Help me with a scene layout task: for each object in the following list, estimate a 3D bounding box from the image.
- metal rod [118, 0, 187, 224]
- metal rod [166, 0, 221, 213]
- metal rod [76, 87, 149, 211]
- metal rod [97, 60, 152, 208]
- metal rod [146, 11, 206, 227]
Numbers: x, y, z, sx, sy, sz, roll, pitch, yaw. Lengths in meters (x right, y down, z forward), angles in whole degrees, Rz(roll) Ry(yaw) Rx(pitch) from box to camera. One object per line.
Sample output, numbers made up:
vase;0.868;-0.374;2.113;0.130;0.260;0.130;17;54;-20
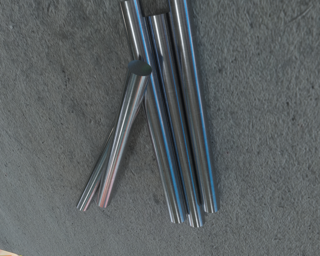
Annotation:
metal rod;-0.002;-0.001;0.383;0.025;0.025;0.298;2;120;27
metal rod;0.043;-0.020;0.370;0.025;0.025;0.298;2;120;27
metal rod;-0.080;0.041;0.472;0.025;0.025;0.298;35;129;5
metal rod;-0.059;0.032;0.425;0.025;0.025;0.298;31;138;8
metal rod;0.026;0.009;0.397;0.025;0.025;0.298;2;119;27
